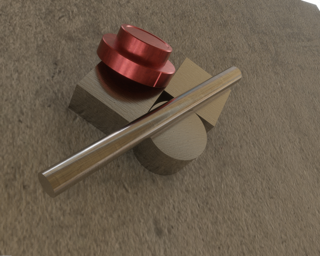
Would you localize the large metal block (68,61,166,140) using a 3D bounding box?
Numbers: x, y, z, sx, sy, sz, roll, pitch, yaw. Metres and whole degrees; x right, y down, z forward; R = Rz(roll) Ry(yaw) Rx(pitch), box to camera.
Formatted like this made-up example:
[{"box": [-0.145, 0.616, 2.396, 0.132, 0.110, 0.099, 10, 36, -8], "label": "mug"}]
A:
[{"box": [-0.052, -0.039, 0.385, 0.080, 0.050, 0.080, 36, 51, -4], "label": "large metal block"}]

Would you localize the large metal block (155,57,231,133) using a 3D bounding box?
[{"box": [0.043, -0.040, 0.439, 0.080, 0.050, 0.080, 36, 51, -5], "label": "large metal block"}]

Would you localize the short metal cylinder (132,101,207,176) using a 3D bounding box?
[{"box": [0.011, 0.013, 0.388, 0.081, 0.050, 0.080, 14, 56, -21], "label": "short metal cylinder"}]

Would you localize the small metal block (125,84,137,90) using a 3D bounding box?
[{"box": [-0.018, -0.068, 0.438, 0.050, 0.025, 0.050, 37, 51, -4], "label": "small metal block"}]

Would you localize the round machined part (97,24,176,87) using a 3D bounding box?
[{"box": [-0.024, -0.094, 0.383, 0.099, 0.042, 0.098, 24, 25, -12], "label": "round machined part"}]

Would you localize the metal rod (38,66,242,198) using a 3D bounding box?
[{"box": [0.005, -0.014, 0.354, 0.302, 0.025, 0.025, -32, 80, -38], "label": "metal rod"}]
